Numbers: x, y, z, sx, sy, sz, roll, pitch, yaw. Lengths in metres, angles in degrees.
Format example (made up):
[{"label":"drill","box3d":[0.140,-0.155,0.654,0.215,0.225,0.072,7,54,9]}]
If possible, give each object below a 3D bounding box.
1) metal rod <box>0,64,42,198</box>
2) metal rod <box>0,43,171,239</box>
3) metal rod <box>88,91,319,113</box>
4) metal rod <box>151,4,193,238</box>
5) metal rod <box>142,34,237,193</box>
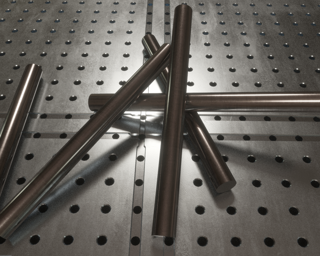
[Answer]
[{"label":"metal rod","box3d":[-0.192,0.025,0.383,0.025,0.025,0.300,-1,50,-1]},{"label":"metal rod","box3d":[-0.077,-0.001,0.373,0.025,0.025,0.301,30,66,22]},{"label":"metal rod","box3d":[0.050,-0.033,0.398,0.301,0.025,0.025,1,49,15]},{"label":"metal rod","box3d":[0.018,-0.026,0.374,0.025,0.025,0.299,5,67,3]},{"label":"metal rod","box3d":[0.028,-0.042,0.443,0.025,0.025,0.299,-14,52,-12]}]
